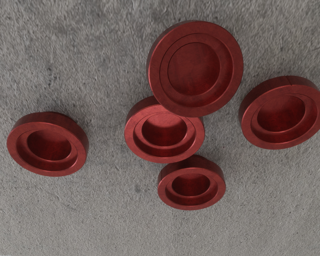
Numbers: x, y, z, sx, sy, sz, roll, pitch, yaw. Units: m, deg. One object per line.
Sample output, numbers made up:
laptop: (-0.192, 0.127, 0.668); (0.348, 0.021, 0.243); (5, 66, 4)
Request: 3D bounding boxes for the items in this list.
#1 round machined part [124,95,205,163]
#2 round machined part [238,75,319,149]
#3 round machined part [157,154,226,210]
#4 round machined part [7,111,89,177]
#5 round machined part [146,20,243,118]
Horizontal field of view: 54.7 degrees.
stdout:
round machined part: (0.006, -0.003, 0.393); (0.099, 0.042, 0.097); (0, 130, 0)
round machined part: (0.145, -0.023, 0.378); (0.099, 0.042, 0.097); (0, 130, 0)
round machined part: (0.045, 0.077, 0.462); (0.099, 0.042, 0.097); (0, 130, 0)
round machined part: (-0.143, 0.017, 0.409); (0.099, 0.042, 0.097); (0, 130, 0)
round machined part: (0.034, -0.064, 0.329); (0.099, 0.042, 0.097); (-4, 113, -9)
